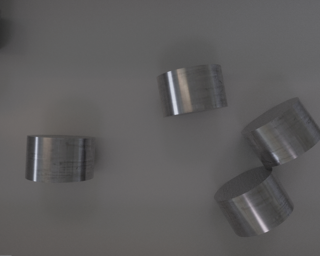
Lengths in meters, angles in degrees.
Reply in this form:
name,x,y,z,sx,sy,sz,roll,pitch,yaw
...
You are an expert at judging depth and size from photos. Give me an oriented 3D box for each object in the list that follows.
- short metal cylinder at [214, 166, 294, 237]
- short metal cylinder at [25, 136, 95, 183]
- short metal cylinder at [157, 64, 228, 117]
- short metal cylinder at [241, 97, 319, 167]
name,x,y,z,sx,sy,sz,roll,pitch,yaw
short metal cylinder,0.115,0.089,0.385,0.080,0.080,0.050,-31,90,0
short metal cylinder,-0.122,0.035,0.383,0.080,0.080,0.050,3,90,0
short metal cylinder,0.040,-0.044,0.384,0.080,0.080,0.050,-10,90,0
short metal cylinder,0.150,0.005,0.385,0.080,0.080,0.050,-35,90,0
